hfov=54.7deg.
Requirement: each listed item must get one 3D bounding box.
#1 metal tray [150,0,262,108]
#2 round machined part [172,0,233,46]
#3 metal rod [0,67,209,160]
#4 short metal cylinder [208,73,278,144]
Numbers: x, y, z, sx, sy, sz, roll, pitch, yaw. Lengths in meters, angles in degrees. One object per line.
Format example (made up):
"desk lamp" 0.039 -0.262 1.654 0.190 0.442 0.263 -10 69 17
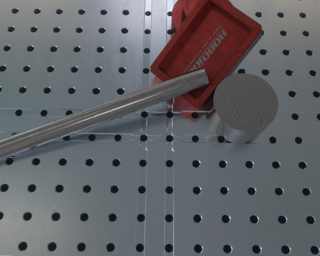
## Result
"metal tray" 0.060 -0.102 0.417 0.090 0.030 0.130 41 102 13
"round machined part" 0.067 -0.170 0.465 0.099 0.042 0.098 0 70 0
"metal rod" -0.083 -0.016 0.398 0.301 0.025 0.025 -20 71 0
"short metal cylinder" 0.107 -0.025 0.408 0.081 0.050 0.080 0 70 0
